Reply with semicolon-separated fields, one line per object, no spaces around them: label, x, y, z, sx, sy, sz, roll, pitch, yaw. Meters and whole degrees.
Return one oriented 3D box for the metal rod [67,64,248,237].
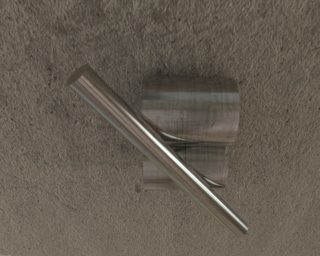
metal rod;0.019;0.046;0.343;0.025;0.025;0.300;-30;125;22

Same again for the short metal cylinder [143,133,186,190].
short metal cylinder;0.005;0.042;0.408;0.050;0.080;0.079;1;130;-1

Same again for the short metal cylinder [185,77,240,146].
short metal cylinder;0.056;-0.019;0.357;0.050;0.080;0.079;1;130;-1

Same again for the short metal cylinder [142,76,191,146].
short metal cylinder;0.006;-0.020;0.356;0.050;0.080;0.079;1;130;-1

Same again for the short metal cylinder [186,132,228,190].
short metal cylinder;0.056;0.042;0.409;0.050;0.080;0.079;1;130;-1
